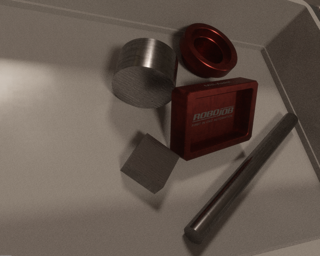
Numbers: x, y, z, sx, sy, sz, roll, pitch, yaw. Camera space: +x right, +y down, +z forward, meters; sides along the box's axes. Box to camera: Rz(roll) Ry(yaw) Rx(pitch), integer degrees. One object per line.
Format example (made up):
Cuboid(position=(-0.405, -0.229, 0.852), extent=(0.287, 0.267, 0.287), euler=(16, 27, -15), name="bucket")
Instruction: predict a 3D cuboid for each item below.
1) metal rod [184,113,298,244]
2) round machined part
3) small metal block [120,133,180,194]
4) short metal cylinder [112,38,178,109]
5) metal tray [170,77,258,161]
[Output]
Cuboid(position=(0.133, 0.054, 0.446), extent=(0.025, 0.025, 0.302), euler=(49, 51, 6), name="metal rod")
Cuboid(position=(0.075, -0.122, 0.512), extent=(0.099, 0.042, 0.098), euler=(14, 56, -21), name="round machined part")
Cuboid(position=(-0.011, 0.043, 0.375), extent=(0.050, 0.025, 0.050), euler=(36, 51, -5), name="small metal block")
Cuboid(position=(-0.018, -0.069, 0.404), extent=(0.081, 0.080, 0.050), euler=(19, 54, -17), name="short metal cylinder")
Cuboid(position=(0.075, -0.016, 0.418), extent=(0.131, 0.089, 0.030), euler=(-14, 25, -34), name="metal tray")
